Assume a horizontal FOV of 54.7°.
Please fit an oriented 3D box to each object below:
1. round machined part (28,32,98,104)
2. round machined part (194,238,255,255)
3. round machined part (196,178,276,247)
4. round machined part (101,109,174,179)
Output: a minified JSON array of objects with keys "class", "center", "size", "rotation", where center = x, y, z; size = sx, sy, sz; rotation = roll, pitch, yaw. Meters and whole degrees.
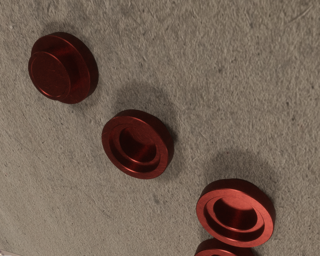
[{"class":"round machined part","center":[-0.137,-0.076,0.419],"size":[0.098,0.042,0.097],"rotation":[13,124,20]},{"class":"round machined part","center":[0.102,0.201,0.466],"size":[0.098,0.042,0.097],"rotation":[13,124,20]},{"class":"round machined part","center":[0.101,0.106,0.407],"size":[0.098,0.042,0.097],"rotation":[13,124,20]},{"class":"round machined part","center":[-0.026,0.018,0.419],"size":[0.098,0.042,0.097],"rotation":[13,124,20]}]
